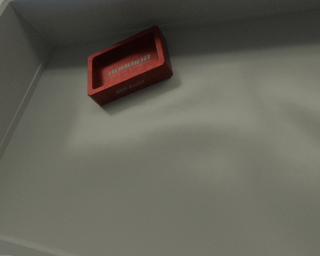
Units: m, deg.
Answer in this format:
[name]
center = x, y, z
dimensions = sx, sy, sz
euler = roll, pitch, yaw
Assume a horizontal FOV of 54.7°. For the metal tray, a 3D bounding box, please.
[metal tray]
center = -0.051, -0.098, 0.487
dimensions = 0.130, 0.030, 0.090
euler = -20, 54, 15
